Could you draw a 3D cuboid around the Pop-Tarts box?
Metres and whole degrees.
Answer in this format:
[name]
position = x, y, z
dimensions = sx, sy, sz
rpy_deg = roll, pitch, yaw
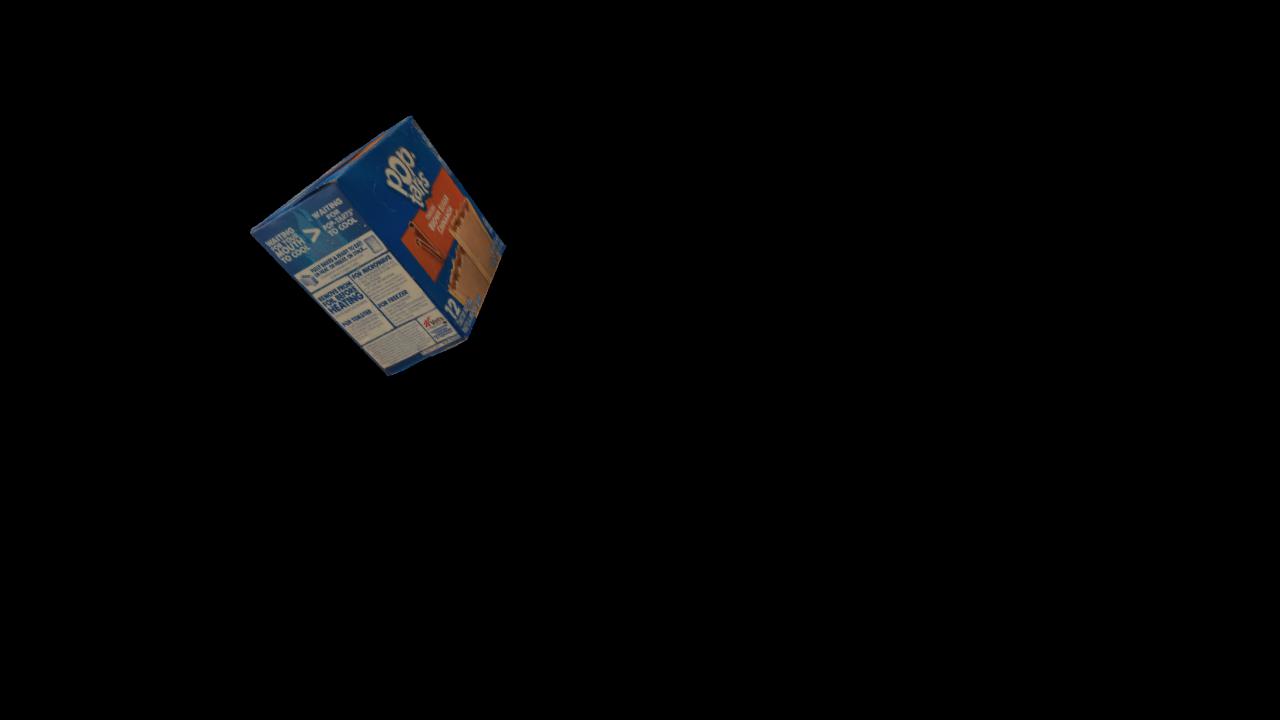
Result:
[Pop-Tarts box]
position = -0.194, -0.097, 0.500
dimensions = 0.083, 0.141, 0.167
rpy_deg = -24, 31, 16
